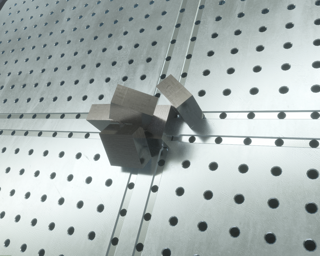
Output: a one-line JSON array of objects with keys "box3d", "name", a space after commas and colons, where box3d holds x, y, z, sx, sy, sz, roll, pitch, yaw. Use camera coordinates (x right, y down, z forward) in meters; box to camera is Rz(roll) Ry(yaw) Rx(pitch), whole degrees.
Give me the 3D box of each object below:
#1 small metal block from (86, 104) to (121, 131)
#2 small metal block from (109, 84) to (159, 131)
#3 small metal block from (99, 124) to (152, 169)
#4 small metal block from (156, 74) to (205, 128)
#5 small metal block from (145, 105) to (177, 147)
[{"box3d": [-0.065, -0.010, 0.433, 0.050, 0.050, 0.025, 1, 63, 30], "name": "small metal block"}, {"box3d": [-0.033, -0.024, 0.380, 0.050, 0.050, 0.025, 18, 67, -4], "name": "small metal block"}, {"box3d": [-0.044, 0.023, 0.399, 0.050, 0.050, 0.025, 1, 31, 29], "name": "small metal block"}, {"box3d": [0.027, -0.034, 0.400, 0.025, 0.050, 0.050, -40, 51, 1], "name": "small metal block"}, {"box3d": [-0.009, -0.003, 0.416, 0.050, 0.025, 0.050, 2, 63, 28], "name": "small metal block"}]
